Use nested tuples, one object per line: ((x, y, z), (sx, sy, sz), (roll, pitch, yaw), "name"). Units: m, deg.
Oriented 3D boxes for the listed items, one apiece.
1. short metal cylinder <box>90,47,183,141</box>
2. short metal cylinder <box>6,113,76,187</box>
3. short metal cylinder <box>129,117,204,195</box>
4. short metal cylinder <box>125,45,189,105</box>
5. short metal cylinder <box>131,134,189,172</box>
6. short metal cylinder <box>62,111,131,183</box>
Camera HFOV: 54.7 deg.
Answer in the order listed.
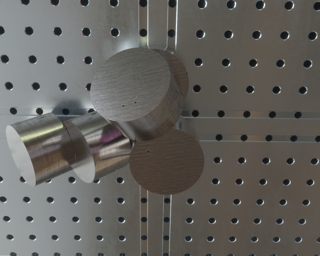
((-0.021, -0.033, 0.311), (0.080, 0.080, 0.050), (-23, 152, 8), "short metal cylinder")
((-0.149, 0.026, 0.385), (0.050, 0.080, 0.079), (-24, 115, -37), "short metal cylinder")
((0.007, 0.029, 0.355), (0.081, 0.050, 0.079), (0, 110, 0), "short metal cylinder")
((-0.007, -0.058, 0.378), (0.081, 0.050, 0.079), (0, 110, 0), "short metal cylinder")
((-0.002, 0.017, 0.405), (0.081, 0.050, 0.079), (0, 110, 0), "short metal cylinder")
((-0.080, 0.021, 0.383), (0.050, 0.080, 0.079), (-23, 115, -36), "short metal cylinder")
